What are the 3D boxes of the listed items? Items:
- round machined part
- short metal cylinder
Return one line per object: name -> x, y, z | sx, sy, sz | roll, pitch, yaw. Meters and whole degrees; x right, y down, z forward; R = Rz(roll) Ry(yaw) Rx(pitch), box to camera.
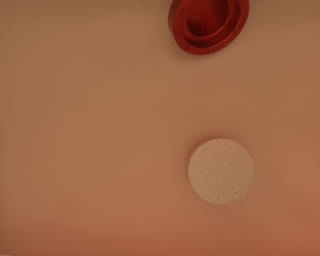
round machined part -> 0.056, -0.144, 0.386 | 0.098, 0.098, 0.042 | -22, 52, 0
short metal cylinder -> 0.074, 0.053, 0.400 | 0.081, 0.050, 0.079 | 0, 90, -1
